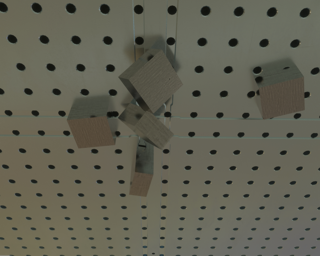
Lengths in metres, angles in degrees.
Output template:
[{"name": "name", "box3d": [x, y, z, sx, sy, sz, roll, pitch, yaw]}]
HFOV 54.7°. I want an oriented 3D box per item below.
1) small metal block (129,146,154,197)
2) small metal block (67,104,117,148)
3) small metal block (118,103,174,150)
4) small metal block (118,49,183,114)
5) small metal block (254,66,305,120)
[{"name": "small metal block", "box3d": [-0.027, 0.063, 0.449, 0.025, 0.050, 0.050, 10, 130, -8]}, {"name": "small metal block", "box3d": [-0.088, -0.002, 0.409, 0.050, 0.025, 0.050, -6, 130, 4]}, {"name": "small metal block", "box3d": [-0.018, -0.003, 0.390, 0.050, 0.050, 0.025, 43, 80, -31]}, {"name": "small metal block", "box3d": [-0.009, -0.053, 0.348, 0.050, 0.025, 0.050, -46, 124, -15]}, {"name": "small metal block", "box3d": [0.146, -0.042, 0.378, 0.050, 0.025, 0.050, -14, 129, 11]}]
